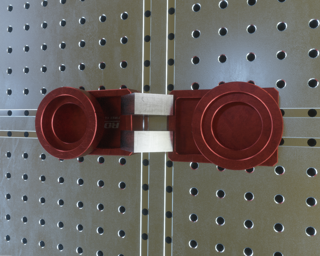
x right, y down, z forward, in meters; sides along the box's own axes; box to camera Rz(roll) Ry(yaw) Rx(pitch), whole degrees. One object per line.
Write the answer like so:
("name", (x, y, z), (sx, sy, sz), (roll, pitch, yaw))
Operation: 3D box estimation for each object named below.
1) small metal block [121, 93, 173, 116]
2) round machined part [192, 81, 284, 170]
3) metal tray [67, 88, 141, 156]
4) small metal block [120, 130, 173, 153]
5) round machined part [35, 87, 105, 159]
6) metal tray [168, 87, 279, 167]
("small metal block", (-0.017, -0.029, 0.390), (0.050, 0.050, 0.025), (-178, 89, -64))
("round machined part", (0.090, -0.003, 0.358), (0.098, 0.042, 0.097), (0, 90, 20))
("metal tray", (-0.094, -0.008, 0.444), (0.130, 0.030, 0.089), (-1, 92, 20))
("small metal block", (-0.018, 0.016, 0.390), (0.050, 0.050, 0.025), (-178, 89, -64))
("round machined part", (-0.120, -0.007, 0.433), (0.098, 0.042, 0.097), (0, 90, 20))
("metal tray", (0.077, -0.002, 0.383), (0.130, 0.030, 0.089), (1, 90, 19))
